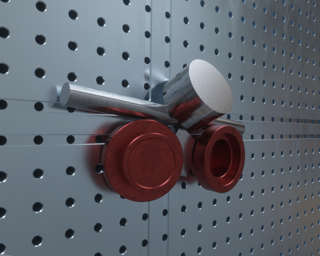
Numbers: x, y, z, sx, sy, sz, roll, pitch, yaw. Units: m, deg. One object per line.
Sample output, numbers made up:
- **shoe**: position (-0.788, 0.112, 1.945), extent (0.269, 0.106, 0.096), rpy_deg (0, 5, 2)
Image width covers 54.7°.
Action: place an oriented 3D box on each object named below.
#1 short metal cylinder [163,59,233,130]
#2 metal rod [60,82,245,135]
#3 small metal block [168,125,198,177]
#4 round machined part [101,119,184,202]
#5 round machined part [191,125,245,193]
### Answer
- **short metal cylinder**: position (0.051, -0.043, 0.412), extent (0.080, 0.050, 0.080), rpy_deg (24, 50, -31)
- **metal rod**: position (0.016, -0.017, 0.418), extent (0.302, 0.025, 0.025), rpy_deg (9, 84, -40)
- **small metal block**: position (0.024, 0.031, 0.424), extent (0.050, 0.025, 0.050), rpy_deg (44, 64, -31)
- **round machined part**: position (-0.016, 0.039, 0.363), extent (0.099, 0.042, 0.097), rpy_deg (0, 91, -22)
- **round machined part**: position (0.081, 0.044, 0.459), extent (0.099, 0.042, 0.097), rpy_deg (-3, 95, -43)
